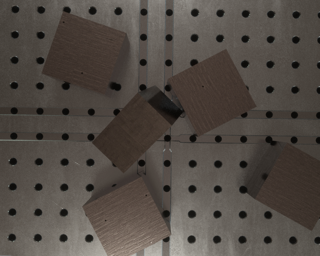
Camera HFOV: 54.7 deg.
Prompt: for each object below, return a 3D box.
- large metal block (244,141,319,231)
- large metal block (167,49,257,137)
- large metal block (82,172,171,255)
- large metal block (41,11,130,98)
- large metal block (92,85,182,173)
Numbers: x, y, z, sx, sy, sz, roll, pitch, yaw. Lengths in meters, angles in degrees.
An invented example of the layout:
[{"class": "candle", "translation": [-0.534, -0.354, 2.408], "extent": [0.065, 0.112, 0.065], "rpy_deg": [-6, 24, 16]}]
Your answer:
[{"class": "large metal block", "translation": [0.170, 0.072, 0.403], "extent": [0.080, 0.050, 0.080], "rpy_deg": [30, 90, -1]}, {"class": "large metal block", "translation": [0.064, -0.043, 0.402], "extent": [0.080, 0.050, 0.080], "rpy_deg": [-28, 90, -1]}, {"class": "large metal block", "translation": [-0.040, 0.112, 0.400], "extent": [0.080, 0.050, 0.080], "rpy_deg": [-27, 90, 0]}, {"class": "large metal block", "translation": [-0.092, -0.091, 0.400], "extent": [0.080, 0.050, 0.080], "rpy_deg": [19, 90, -1]}, {"class": "large metal block", "translation": [-0.023, -0.002, 0.375], "extent": [0.050, 0.080, 0.080], "rpy_deg": [45, 108, 0]}]
